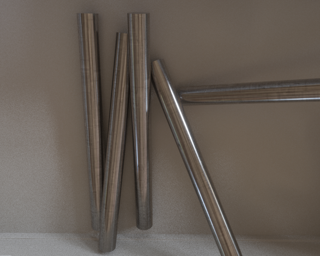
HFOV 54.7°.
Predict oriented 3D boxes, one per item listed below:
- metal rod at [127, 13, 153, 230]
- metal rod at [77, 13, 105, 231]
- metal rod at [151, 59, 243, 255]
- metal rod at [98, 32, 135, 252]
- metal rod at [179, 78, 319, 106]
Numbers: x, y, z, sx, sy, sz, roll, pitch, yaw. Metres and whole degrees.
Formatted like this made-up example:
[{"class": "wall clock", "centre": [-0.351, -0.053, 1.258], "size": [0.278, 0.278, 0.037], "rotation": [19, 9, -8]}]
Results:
[{"class": "metal rod", "centre": [-0.023, 0.009, 0.402], "size": [0.025, 0.025, 0.298], "rotation": [0, 115, 0]}, {"class": "metal rod", "centre": [-0.087, 0.006, 0.412], "size": [0.025, 0.025, 0.298], "rotation": [1, 110, -1]}, {"class": "metal rod", "centre": [0.049, 0.058, 0.386], "size": [0.025, 0.025, 0.299], "rotation": [-22, 91, 7]}, {"class": "metal rod", "centre": [-0.058, 0.030, 0.409], "size": [0.025, 0.025, 0.298], "rotation": [7, 106, -3]}, {"class": "metal rod", "centre": [0.163, -0.040, 0.330], "size": [0.300, 0.025, 0.025], "rotation": [0, 113, 27]}]
